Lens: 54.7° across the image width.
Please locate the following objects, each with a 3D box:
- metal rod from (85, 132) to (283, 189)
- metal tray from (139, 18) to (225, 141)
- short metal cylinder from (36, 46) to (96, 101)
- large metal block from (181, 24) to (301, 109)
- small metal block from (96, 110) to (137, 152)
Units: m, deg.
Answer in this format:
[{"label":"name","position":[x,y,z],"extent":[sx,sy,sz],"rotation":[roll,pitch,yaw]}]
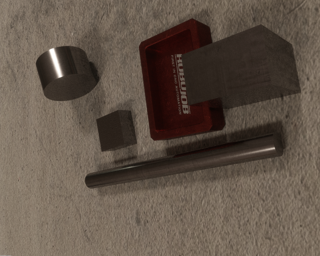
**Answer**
[{"label":"metal rod","position":[0.004,0.050,0.399],"extent":[0.300,0.025,0.025],"rotation":[-17,80,38]},{"label":"metal tray","position":[0.024,-0.054,0.380],"extent":[0.090,0.030,0.129],"rotation":[-13,82,39]},{"label":"short metal cylinder","position":[-0.148,-0.084,0.488],"extent":[0.080,0.081,0.050],"rotation":[-33,70,35]},{"label":"large metal block","position":[0.080,-0.053,0.302],"extent":[0.080,0.081,0.050],"rotation":[-12,82,39]},{"label":"small metal block","position":[-0.064,0.005,0.456],"extent":[0.050,0.025,0.050],"rotation":[-19,78,38]}]
